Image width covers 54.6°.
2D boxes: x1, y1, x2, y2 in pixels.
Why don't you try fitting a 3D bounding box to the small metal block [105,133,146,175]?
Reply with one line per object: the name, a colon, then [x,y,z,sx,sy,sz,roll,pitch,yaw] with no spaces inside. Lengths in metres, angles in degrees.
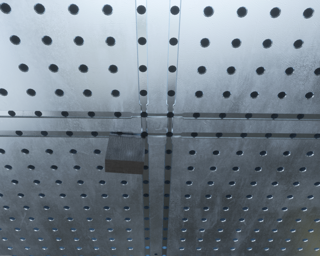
small metal block: [-0.047,0.035,0.424,0.050,0.050,0.025,4,130,-4]
